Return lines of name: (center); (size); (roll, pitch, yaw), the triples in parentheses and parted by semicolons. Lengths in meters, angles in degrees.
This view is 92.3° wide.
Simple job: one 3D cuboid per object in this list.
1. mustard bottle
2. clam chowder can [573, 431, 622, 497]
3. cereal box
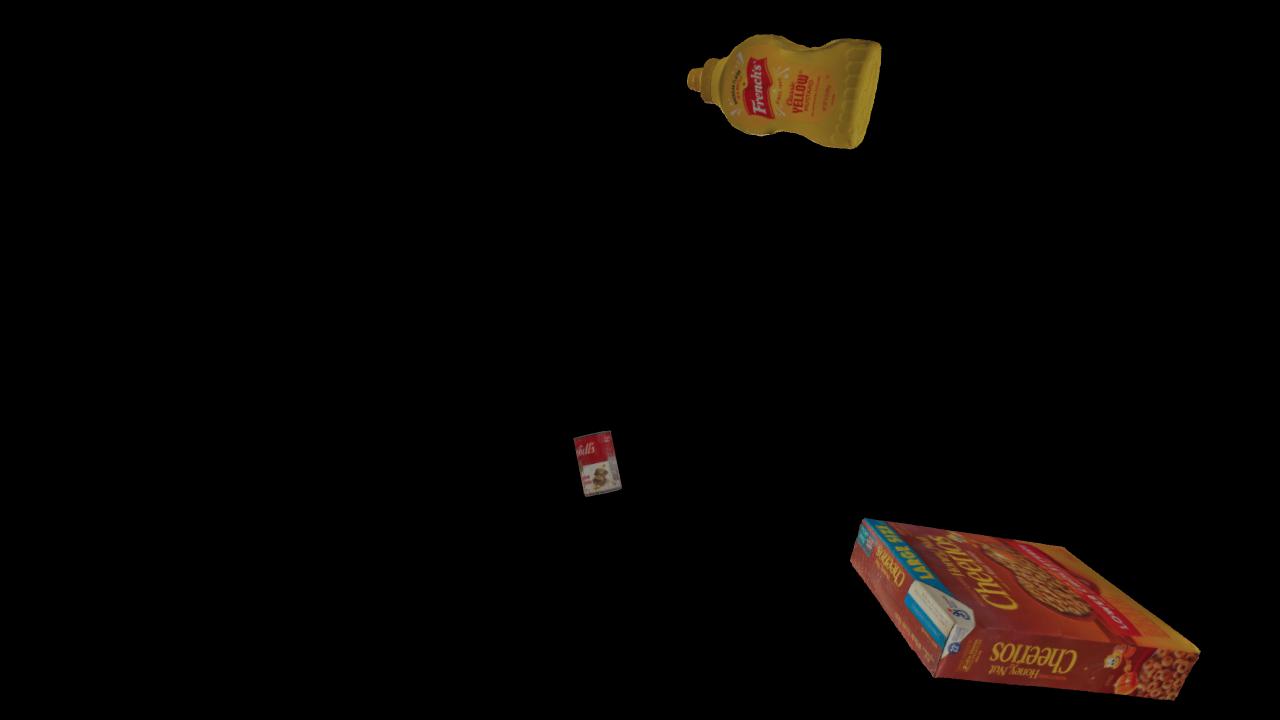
mustard bottle: (0.127, -0.260, 0.586); (0.184, 0.092, 0.054); (21, 42, 28)
clam chowder can: (-0.072, 0.178, 1.059); (0.068, 0.102, 0.068); (-12, -9, -2)
cereal box: (0.438, 0.289, 0.736); (0.306, 0.081, 0.203); (11, 15, -9)
